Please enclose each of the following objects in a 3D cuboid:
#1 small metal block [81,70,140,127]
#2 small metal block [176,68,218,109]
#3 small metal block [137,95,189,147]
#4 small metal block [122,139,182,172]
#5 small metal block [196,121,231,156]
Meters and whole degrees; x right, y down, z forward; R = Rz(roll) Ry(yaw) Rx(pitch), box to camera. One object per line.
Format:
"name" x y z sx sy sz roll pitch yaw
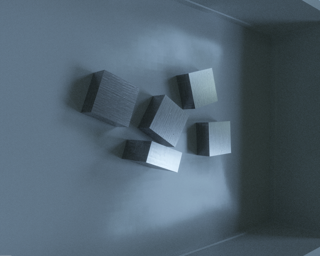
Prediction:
"small metal block" -0.057 -0.032 0.359 0.050 0.025 0.050 24 75 -38
"small metal block" 0.055 -0.058 0.452 0.050 0.025 0.050 -20 103 -38
"small metal block" 0.005 -0.009 0.411 0.050 0.025 0.050 38 67 -34
"small metal block" -0.010 0.034 0.382 0.050 0.050 0.025 23 75 -38
"small metal block" 0.083 0.015 0.476 0.050 0.025 0.050 -4 93 -40
